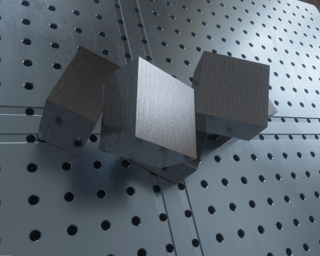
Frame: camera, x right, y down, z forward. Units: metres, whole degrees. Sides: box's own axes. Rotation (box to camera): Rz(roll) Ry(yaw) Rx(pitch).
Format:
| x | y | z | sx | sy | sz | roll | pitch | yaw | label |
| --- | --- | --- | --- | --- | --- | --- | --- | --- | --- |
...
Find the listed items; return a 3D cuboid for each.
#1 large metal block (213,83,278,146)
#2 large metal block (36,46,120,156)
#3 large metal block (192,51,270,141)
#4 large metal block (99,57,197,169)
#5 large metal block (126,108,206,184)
| x | y | z | sx | sy | sz | roll | pitch | yaw | label |
| --- | --- | --- | --- | --- | --- | --- | --- | --- | --- |
| 0.107 | -0.031 | 0.452 | 0.050 | 0.080 | 0.080 | -18 | 71 | -35 | large metal block |
| -0.089 | -0.028 | 0.342 | 0.050 | 0.080 | 0.080 | 27 | 52 | -12 | large metal block |
| 0.081 | -0.037 | 0.371 | 0.081 | 0.050 | 0.080 | 12 | 68 | -4 | large metal block |
| -0.010 | -0.011 | 0.311 | 0.080 | 0.050 | 0.080 | 23 | 57 | -41 | large metal block |
| 0.008 | 0.012 | 0.390 | 0.080 | 0.050 | 0.080 | 28 | 52 | -11 | large metal block |
